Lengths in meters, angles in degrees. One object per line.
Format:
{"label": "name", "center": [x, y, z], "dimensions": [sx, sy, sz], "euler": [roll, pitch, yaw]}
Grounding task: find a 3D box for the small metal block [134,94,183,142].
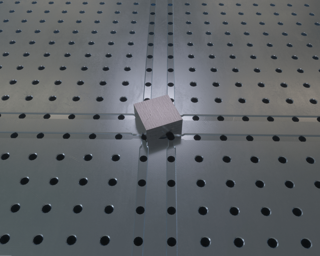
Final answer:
{"label": "small metal block", "center": [-0.003, -0.014, 0.420], "dimensions": [0.050, 0.025, 0.050], "euler": [-17, 52, -14]}
